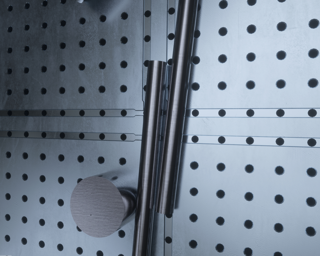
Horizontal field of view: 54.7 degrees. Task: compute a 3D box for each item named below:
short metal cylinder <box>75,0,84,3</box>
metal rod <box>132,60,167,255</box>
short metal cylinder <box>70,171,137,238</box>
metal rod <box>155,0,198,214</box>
[{"bbox_3d":[-0.124,-0.221,0.427,0.050,0.080,0.080,-43,77,15],"label":"short metal cylinder"},{"bbox_3d":[-0.016,0.061,0.418,0.025,0.025,0.298,6,92,20],"label":"metal rod"},{"bbox_3d":[-0.074,0.102,0.425,0.080,0.050,0.080,0,90,20],"label":"short metal cylinder"},{"bbox_3d":[0.023,-0.038,0.404,0.025,0.025,0.298,7,92,20],"label":"metal rod"}]
